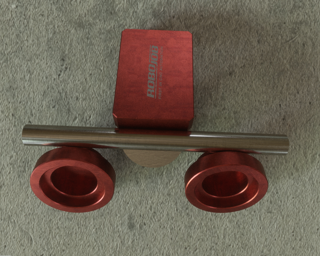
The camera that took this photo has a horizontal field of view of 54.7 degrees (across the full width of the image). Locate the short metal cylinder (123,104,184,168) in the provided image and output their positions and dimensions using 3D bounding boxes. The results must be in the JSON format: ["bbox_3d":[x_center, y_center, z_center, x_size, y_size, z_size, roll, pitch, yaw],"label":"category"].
[{"bbox_3d":[-0.009,0.008,0.399,0.081,0.050,0.079,0,90,-1],"label":"short metal cylinder"}]

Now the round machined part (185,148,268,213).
[{"bbox_3d":[0.080,0.061,0.386,0.099,0.042,0.097,0,133,0],"label":"round machined part"}]

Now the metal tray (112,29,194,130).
[{"bbox_3d":[-0.006,-0.062,0.381,0.091,0.030,0.130,2,64,-1],"label":"metal tray"}]

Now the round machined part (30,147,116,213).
[{"bbox_3d":[-0.104,0.059,0.385,0.099,0.042,0.097,-1,129,-1],"label":"round machined part"}]

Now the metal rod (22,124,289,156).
[{"bbox_3d":[-0.004,0.014,0.362,0.302,0.025,0.025,2,90,-1],"label":"metal rod"}]
